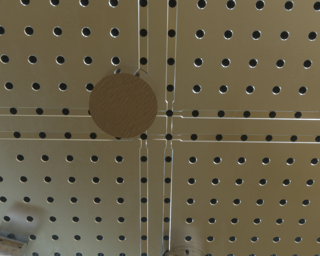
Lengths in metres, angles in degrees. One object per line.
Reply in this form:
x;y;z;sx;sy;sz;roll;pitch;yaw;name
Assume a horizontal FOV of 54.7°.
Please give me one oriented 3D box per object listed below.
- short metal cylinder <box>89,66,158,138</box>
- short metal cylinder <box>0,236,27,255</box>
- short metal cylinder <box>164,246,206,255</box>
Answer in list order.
-0.043;-0.034;0.387;0.081;0.050;0.079;0;110;0;short metal cylinder
-0.240;0.203;0.457;0.050;0.080;0.079;20;109;-7;short metal cylinder
0.041;0.235;0.486;0.081;0.050;0.079;0;110;0;short metal cylinder
